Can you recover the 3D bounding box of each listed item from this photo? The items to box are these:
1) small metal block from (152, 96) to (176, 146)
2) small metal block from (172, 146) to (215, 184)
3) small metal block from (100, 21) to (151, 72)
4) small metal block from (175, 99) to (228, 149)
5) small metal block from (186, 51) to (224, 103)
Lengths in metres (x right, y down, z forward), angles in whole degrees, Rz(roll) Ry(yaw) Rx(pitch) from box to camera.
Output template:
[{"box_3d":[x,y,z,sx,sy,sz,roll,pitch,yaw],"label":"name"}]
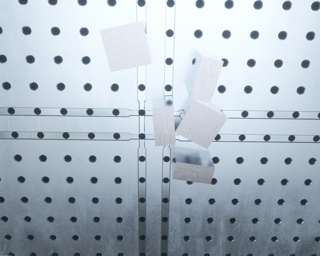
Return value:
[{"box_3d":[0.005,-0.010,0.396,0.025,0.050,0.050,-4,110,2],"label":"small metal block"},{"box_3d":[0.043,0.049,0.419,0.050,0.050,0.025,8,110,-4],"label":"small metal block"},{"box_3d":[-0.040,-0.099,0.376,0.050,0.025,0.050,-11,110,3],"label":"small metal block"},{"box_3d":[0.053,-0.008,0.411,0.050,0.025,0.050,27,107,-10],"label":"small metal block"},{"box_3d":[0.053,-0.063,0.378,0.025,0.050,0.050,13,110,-5],"label":"small metal block"}]
